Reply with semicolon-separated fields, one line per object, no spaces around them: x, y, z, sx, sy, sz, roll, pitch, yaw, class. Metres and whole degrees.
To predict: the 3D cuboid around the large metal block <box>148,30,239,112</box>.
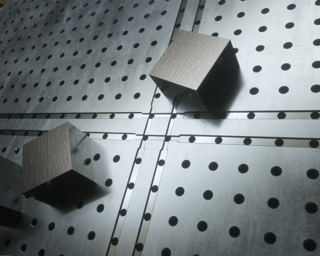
0.046;-0.079;0.417;0.080;0.050;0.080;25;75;37;large metal block

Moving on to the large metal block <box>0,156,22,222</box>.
-0.253;0.086;0.455;0.050;0.080;0.080;-26;53;12;large metal block

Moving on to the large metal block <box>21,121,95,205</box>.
-0.144;0.050;0.439;0.080;0.050;0.080;-26;52;12;large metal block
